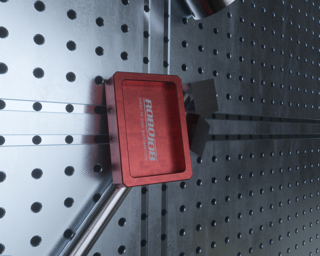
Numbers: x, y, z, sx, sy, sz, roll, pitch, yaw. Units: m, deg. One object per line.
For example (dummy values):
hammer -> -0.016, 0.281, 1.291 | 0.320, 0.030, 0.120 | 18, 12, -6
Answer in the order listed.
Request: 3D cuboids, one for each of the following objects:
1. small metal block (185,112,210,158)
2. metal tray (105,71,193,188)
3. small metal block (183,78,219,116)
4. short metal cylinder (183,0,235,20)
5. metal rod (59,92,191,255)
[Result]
small metal block -> 0.046, 0.011, 0.438 | 0.050, 0.025, 0.050 | 35, 69, -59
metal tray -> -0.013, 0.001, 0.370 | 0.091, 0.030, 0.129 | -2, 81, -29
small metal block -> 0.058, -0.044, 0.460 | 0.050, 0.025, 0.050 | -17, 101, -39
short metal cylinder -> 0.070, -0.197, 0.433 | 0.080, 0.080, 0.050 | -53, 121, -27
metal rod -> -0.045, 0.067, 0.373 | 0.025, 0.025, 0.301 | 50, 61, -29
